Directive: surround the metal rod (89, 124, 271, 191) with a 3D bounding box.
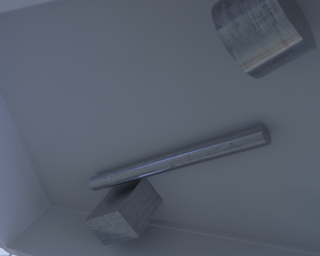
[{"bbox_3d":[0.005,0.050,0.435,0.300,0.025,0.025,-21,108,35],"label":"metal rod"}]

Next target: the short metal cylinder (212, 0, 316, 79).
[{"bbox_3d":[0.090,-0.090,0.269,0.050,0.080,0.080,-30,102,37],"label":"short metal cylinder"}]

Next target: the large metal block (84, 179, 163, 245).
[{"bbox_3d":[-0.055,0.127,0.479,0.080,0.080,0.050,-27,104,37],"label":"large metal block"}]
